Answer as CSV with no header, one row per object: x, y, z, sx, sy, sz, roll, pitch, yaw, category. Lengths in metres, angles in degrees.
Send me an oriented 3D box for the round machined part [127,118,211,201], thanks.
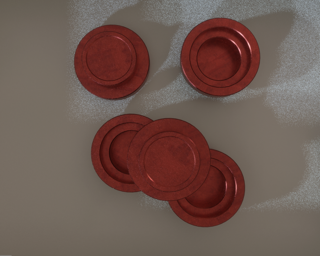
0.011,0.037,0.361,0.099,0.042,0.097,0,90,0,round machined part

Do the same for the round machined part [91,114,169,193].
-0.036,0.031,0.402,0.099,0.042,0.097,0,90,0,round machined part

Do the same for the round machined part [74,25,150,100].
-0.063,-0.086,0.402,0.099,0.042,0.097,0,90,0,round machined part

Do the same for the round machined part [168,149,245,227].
0.056,0.074,0.403,0.099,0.042,0.097,0,90,0,round machined part

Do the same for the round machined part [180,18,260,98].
0.075,-0.088,0.403,0.099,0.042,0.097,0,90,0,round machined part
